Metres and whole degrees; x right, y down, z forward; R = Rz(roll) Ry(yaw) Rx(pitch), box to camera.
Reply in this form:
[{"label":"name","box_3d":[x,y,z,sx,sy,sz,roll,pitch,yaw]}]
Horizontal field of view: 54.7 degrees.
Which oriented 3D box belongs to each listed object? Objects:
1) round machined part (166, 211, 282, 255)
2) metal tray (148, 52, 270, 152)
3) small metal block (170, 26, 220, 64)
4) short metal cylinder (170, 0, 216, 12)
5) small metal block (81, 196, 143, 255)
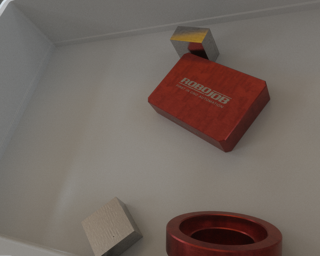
[{"label":"round machined part","box_3d":[0.054,0.108,0.272,0.098,0.099,0.042,2,92,29]},{"label":"metal tray","box_3d":[0.058,-0.038,0.394,0.130,0.030,0.090,32,79,37]},{"label":"small metal block","box_3d":[0.049,-0.114,0.432,0.050,0.050,0.025,17,71,34]},{"label":"short metal cylinder","box_3d":[0.054,-0.231,0.485,0.080,0.080,0.050,1,63,28]},{"label":"small metal block","box_3d":[-0.056,0.117,0.359,0.050,0.025,0.050,-36,51,-4]}]
